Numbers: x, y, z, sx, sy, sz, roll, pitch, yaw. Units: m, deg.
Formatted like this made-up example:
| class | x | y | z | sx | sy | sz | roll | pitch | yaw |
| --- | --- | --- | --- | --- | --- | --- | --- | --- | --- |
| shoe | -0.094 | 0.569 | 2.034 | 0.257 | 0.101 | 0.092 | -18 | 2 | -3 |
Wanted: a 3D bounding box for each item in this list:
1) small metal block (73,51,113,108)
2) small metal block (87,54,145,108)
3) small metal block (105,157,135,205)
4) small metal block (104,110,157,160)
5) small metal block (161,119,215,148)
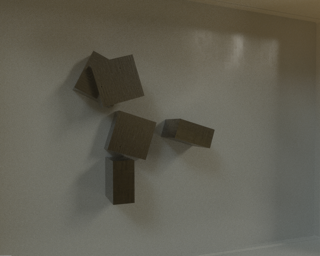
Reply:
| class | x | y | z | sx | sy | sz | roll | pitch | yaw |
| --- | --- | --- | --- | --- | --- | --- | --- | --- | --- |
| small metal block | -0.072 | -0.059 | 0.384 | 0.050 | 0.025 | 0.050 | 27 | 81 | -18 |
| small metal block | -0.052 | -0.054 | 0.365 | 0.050 | 0.025 | 0.050 | -18 | 96 | -19 |
| small metal block | -0.050 | 0.062 | 0.379 | 0.025 | 0.050 | 0.050 | 0 | 90 | -20 |
| small metal block | -0.038 | 0.009 | 0.396 | 0.050 | 0.025 | 0.050 | 18 | 84 | -19 |
| small metal block | 0.036 | 0.007 | 0.410 | 0.050 | 0.050 | 0.025 | 17 | 85 | -19 |
